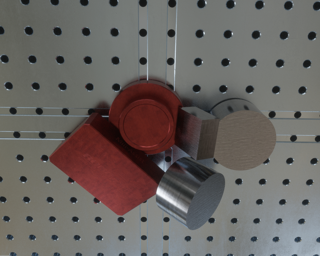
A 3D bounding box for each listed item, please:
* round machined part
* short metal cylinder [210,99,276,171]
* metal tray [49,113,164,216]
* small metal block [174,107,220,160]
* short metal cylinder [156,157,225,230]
[{"bbox_3d":[-0.016,-0.010,0.396,0.099,0.042,0.097,0,110,0],"label":"round machined part"},{"bbox_3d":[0.101,0.008,0.400,0.081,0.050,0.079,0,110,0],"label":"short metal cylinder"},{"bbox_3d":[-0.069,0.052,0.413,0.130,0.030,0.090,43,120,-15],"label":"metal tray"},{"bbox_3d":[0.044,0.005,0.379,0.025,0.050,0.050,-5,112,-28],"label":"small metal block"},{"bbox_3d":[0.041,0.084,0.405,0.050,0.081,0.079,26,115,37],"label":"short metal cylinder"}]
